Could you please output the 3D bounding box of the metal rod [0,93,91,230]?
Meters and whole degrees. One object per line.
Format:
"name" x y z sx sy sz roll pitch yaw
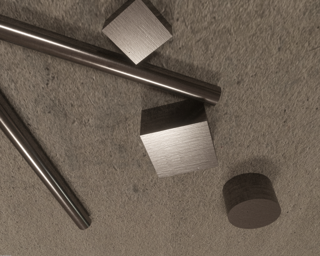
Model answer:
"metal rod" -0.171 0.060 0.455 0.025 0.025 0.299 -12 130 9

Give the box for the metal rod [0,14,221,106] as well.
"metal rod" -0.073 -0.078 0.339 0.302 0.025 0.025 16 128 -14

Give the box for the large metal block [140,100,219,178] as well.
"large metal block" 0.026 0.013 0.403 0.080 0.050 0.080 -13 129 10

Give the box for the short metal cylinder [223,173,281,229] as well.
"short metal cylinder" 0.144 0.117 0.492 0.081 0.050 0.079 0 130 0

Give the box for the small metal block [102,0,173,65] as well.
"small metal block" -0.023 -0.103 0.319 0.050 0.025 0.050 -33 123 24
